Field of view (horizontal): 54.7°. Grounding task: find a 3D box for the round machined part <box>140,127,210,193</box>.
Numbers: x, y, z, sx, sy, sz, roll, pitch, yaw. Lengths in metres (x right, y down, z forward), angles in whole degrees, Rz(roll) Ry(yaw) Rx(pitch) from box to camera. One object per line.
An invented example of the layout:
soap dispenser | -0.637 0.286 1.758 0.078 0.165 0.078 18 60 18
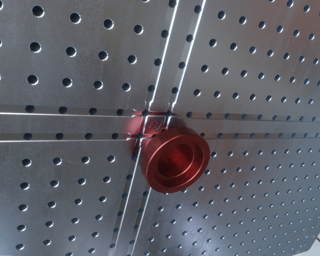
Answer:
round machined part | 0.018 0.041 0.437 0.099 0.042 0.097 -14 125 -21
